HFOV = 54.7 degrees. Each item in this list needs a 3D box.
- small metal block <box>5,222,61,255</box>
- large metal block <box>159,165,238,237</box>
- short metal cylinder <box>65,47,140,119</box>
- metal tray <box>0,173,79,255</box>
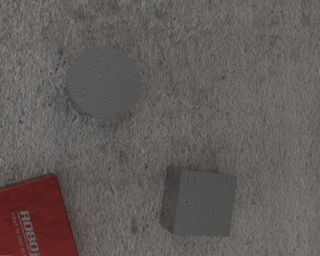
[{"bbox_3d":[-0.143,0.139,0.357,0.050,0.025,0.050,-14,95,-20],"label":"small metal block"},{"bbox_3d":[0.050,0.097,0.415,0.081,0.050,0.080,9,87,-20],"label":"large metal block"},{"bbox_3d":[-0.070,-0.051,0.370,0.081,0.050,0.080,0,90,-20],"label":"short metal cylinder"},{"bbox_3d":[-0.145,0.125,0.345,0.091,0.030,0.129,-15,95,-20],"label":"metal tray"}]
